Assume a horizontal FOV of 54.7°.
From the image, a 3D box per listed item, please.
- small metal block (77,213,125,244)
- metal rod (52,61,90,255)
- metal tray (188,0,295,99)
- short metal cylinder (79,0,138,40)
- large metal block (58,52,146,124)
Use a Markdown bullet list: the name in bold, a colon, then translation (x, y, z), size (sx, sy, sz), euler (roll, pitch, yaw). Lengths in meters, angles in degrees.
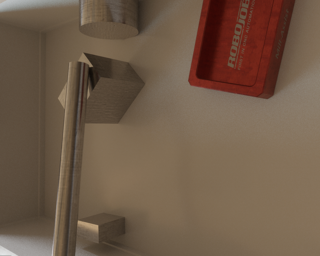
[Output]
- **small metal block**: translation (-0.088, 0.147, 0.460), size (0.050, 0.050, 0.025), euler (-3, 88, 39)
- **metal rod**: translation (-0.105, 0.069, 0.359), size (0.025, 0.025, 0.298), euler (-6, 78, 39)
- **metal tray**: translation (0.086, -0.102, 0.331), size (0.090, 0.030, 0.129), euler (17, 101, 38)
- **short metal cylinder**: translation (-0.070, -0.158, 0.427), size (0.080, 0.081, 0.050), euler (0, 90, 39)
- **large metal block**: translation (-0.082, -0.052, 0.436), size (0.080, 0.081, 0.050), euler (-52, 60, 27)
